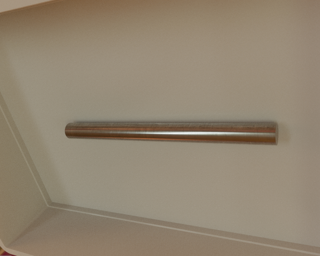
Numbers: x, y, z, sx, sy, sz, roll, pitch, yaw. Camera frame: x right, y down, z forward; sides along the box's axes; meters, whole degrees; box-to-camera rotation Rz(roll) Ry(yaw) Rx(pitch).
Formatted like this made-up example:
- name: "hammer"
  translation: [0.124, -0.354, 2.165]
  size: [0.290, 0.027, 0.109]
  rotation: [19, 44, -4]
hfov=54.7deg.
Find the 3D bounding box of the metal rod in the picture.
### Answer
- name: "metal rod"
  translation: [-0.004, 0.006, 0.410]
  size: [0.301, 0.025, 0.025]
  rotation: [1, 119, 27]
